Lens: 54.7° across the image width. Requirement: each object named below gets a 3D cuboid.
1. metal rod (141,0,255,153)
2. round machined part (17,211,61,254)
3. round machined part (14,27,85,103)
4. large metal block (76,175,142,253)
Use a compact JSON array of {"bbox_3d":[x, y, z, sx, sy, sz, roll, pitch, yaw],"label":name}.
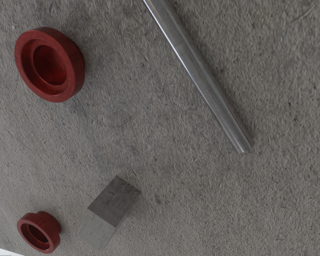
[{"bbox_3d":[0.019,-0.099,0.335,0.025,0.025,0.299,-25,105,37],"label":"metal rod"},{"bbox_3d":[-0.253,0.218,0.664,0.098,0.042,0.097,13,124,21],"label":"round machined part"},{"bbox_3d":[-0.142,-0.087,0.417,0.098,0.042,0.097,13,124,21],"label":"round machined part"},{"bbox_3d":[-0.082,0.137,0.500,0.050,0.080,0.079,33,129,6],"label":"large metal block"}]
